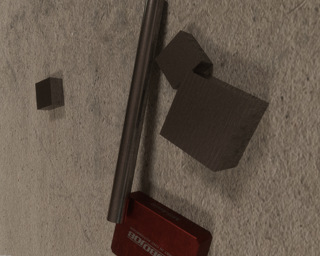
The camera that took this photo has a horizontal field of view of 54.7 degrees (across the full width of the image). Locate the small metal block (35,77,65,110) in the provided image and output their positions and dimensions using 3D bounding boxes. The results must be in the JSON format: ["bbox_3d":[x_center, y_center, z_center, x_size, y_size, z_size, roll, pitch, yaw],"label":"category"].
[{"bbox_3d":[-0.203,-0.062,0.569,0.050,0.025,0.050,-10,83,39],"label":"small metal block"}]

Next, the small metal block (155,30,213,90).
[{"bbox_3d":[0.028,-0.082,0.380,0.050,0.025,0.050,-43,64,31],"label":"small metal block"}]

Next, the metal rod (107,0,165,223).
[{"bbox_3d":[-0.031,-0.026,0.406,0.025,0.025,0.298,10,89,39],"label":"metal rod"}]

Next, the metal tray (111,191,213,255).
[{"bbox_3d":[-0.004,0.150,0.403,0.130,0.030,0.089,21,103,37],"label":"metal tray"}]

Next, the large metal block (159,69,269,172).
[{"bbox_3d":[0.057,-0.010,0.340,0.080,0.050,0.079,34,111,34],"label":"large metal block"}]
